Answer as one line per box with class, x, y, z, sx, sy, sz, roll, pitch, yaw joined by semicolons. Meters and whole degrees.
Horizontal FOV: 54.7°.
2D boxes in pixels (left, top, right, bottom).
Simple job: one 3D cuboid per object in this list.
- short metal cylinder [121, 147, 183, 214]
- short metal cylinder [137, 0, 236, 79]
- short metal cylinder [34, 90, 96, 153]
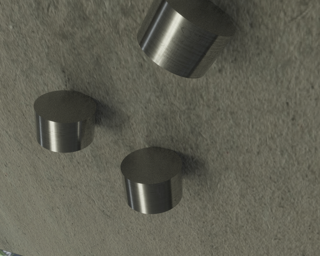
short metal cylinder;-0.010;0.069;0.418;0.080;0.080;0.050;10;123;22
short metal cylinder;0.025;-0.094;0.299;0.080;0.080;0.050;37;129;2
short metal cylinder;-0.131;-0.011;0.432;0.080;0.080;0.050;23;127;14
